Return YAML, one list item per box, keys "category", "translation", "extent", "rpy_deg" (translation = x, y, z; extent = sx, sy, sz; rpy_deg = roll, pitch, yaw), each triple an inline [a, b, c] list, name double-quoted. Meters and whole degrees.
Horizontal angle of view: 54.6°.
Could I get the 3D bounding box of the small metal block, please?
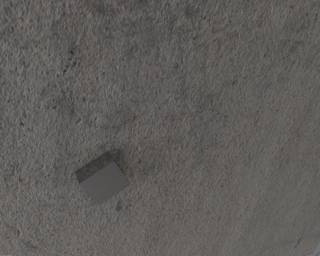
- category: "small metal block"
  translation: [-0.074, 0.066, 0.407]
  extent: [0.050, 0.025, 0.050]
  rpy_deg: [-33, 129, -7]
